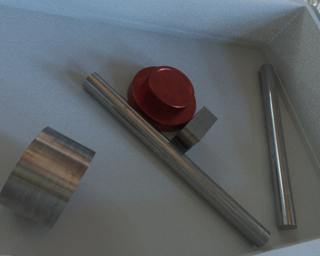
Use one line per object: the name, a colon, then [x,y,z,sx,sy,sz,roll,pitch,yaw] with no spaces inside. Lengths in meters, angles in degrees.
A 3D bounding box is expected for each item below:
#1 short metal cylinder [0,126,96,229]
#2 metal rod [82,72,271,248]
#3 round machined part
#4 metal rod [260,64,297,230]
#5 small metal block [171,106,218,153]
short metal cylinder: [-0.102,0.045,0.288,0.050,0.080,0.080,30,52,-9]
metal rod: [0.020,0.039,0.393,0.300,0.025,0.025,43,51,1]
round machined part: [0.008,-0.047,0.430,0.099,0.042,0.098,14,56,-21]
metal rod: [0.187,0.011,0.502,0.025,0.025,0.300,19,54,-18]
small metal block: [0.043,0.005,0.412,0.025,0.050,0.050,44,51,1]
